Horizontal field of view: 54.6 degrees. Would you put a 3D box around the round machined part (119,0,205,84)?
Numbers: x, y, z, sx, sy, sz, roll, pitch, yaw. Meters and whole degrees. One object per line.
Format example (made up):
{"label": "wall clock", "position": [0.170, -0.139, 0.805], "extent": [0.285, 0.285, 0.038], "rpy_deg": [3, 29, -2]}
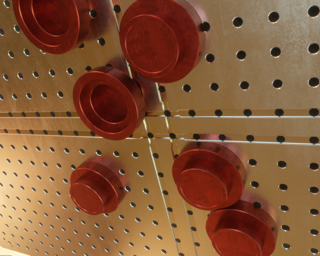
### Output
{"label": "round machined part", "position": [-0.003, -0.095, 0.344], "extent": [0.098, 0.042, 0.097], "rpy_deg": [13, 124, 21]}

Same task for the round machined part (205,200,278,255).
{"label": "round machined part", "position": [0.111, 0.153, 0.436], "extent": [0.098, 0.042, 0.097], "rpy_deg": [13, 124, 21]}

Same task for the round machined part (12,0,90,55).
{"label": "round machined part", "position": [-0.127, -0.143, 0.379], "extent": [0.098, 0.042, 0.097], "rpy_deg": [13, 124, 21]}

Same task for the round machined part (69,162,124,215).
{"label": "round machined part", "position": [-0.114, 0.109, 0.529], "extent": [0.098, 0.042, 0.097], "rpy_deg": [13, 124, 21]}

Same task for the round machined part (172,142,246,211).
{"label": "round machined part", "position": [0.061, 0.070, 0.412], "extent": [0.098, 0.042, 0.097], "rpy_deg": [13, 124, 21]}

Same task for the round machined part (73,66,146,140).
{"label": "round machined part", "position": [-0.063, -0.036, 0.412], "extent": [0.098, 0.042, 0.097], "rpy_deg": [13, 124, 21]}
